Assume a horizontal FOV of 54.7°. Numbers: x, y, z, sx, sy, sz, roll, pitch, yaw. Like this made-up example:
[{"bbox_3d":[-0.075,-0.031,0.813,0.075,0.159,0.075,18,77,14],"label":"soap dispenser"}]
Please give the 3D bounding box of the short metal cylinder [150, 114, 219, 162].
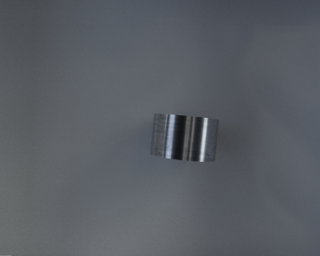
[{"bbox_3d":[0.030,0.011,0.384,0.081,0.080,0.050,6,90,-1],"label":"short metal cylinder"}]
